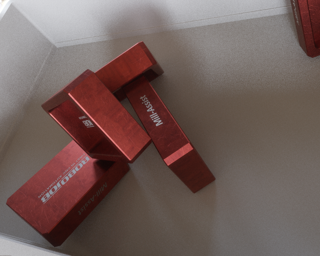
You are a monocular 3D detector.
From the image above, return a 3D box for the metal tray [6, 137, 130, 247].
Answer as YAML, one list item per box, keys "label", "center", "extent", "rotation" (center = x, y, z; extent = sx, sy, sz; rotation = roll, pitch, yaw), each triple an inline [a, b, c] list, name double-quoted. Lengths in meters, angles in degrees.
- label: "metal tray"
  center: [-0.114, 0.071, 0.393]
  extent: [0.090, 0.030, 0.131]
  rotation: [20, 54, 35]

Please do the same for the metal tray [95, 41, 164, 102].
- label: "metal tray"
  center: [-0.044, -0.066, 0.409]
  extent: [0.090, 0.130, 0.030]
  rotation: [-33, 92, 7]

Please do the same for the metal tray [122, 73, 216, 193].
- label: "metal tray"
  center: [0.008, 0.003, 0.357]
  extent: [0.030, 0.090, 0.130]
  rotation: [-35, 51, 3]

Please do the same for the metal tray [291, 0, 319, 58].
- label: "metal tray"
  center: [0.189, -0.149, 0.328]
  extent: [0.090, 0.130, 0.030]
  rotation: [-20, 38, 17]

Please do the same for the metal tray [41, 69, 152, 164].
- label: "metal tray"
  center: [-0.074, -0.007, 0.330]
  extent: [0.030, 0.090, 0.130]
  rotation: [-48, 19, -23]
